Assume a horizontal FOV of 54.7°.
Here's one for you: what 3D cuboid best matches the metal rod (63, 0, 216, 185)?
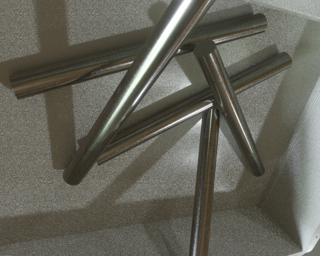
[{"bbox_3d":[-0.034,-0.024,0.292,0.025,0.025,0.298,9,140,-32],"label":"metal rod"}]

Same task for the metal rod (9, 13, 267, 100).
[{"bbox_3d":[-0.008,-0.087,0.350,0.302,0.025,0.025,-19,126,-17],"label":"metal rod"}]

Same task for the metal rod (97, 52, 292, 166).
[{"bbox_3d":[0.050,-0.031,0.416,0.302,0.025,0.025,-27,128,-12],"label":"metal rod"}]

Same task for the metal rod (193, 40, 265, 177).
[{"bbox_3d":[0.110,-0.005,0.440,0.025,0.025,0.300,-40,137,-1],"label":"metal rod"}]

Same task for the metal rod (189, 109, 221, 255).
[{"bbox_3d":[0.057,0.122,0.423,0.025,0.025,0.298,9,84,-32],"label":"metal rod"}]
